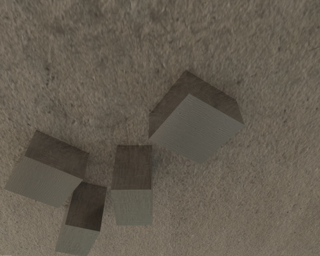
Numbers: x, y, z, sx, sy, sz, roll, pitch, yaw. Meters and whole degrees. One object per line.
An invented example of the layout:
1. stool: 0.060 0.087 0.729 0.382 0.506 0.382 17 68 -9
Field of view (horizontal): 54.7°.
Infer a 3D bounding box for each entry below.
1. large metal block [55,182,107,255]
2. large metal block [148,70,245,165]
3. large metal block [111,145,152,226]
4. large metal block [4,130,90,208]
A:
1. large metal block: -0.125 0.144 0.492 0.050 0.080 0.079 17 128 -15
2. large metal block: 0.042 -0.011 0.382 0.080 0.050 0.080 27 125 -21
3. large metal block: -0.036 0.081 0.440 0.050 0.080 0.079 0 130 0
4. large metal block: -0.159 0.061 0.440 0.080 0.050 0.080 28 124 -23
